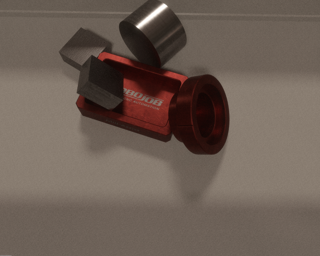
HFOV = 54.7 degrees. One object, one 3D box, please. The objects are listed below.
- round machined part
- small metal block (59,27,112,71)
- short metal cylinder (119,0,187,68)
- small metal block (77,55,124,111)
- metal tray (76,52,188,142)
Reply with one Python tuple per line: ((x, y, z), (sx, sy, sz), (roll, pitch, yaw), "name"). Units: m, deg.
((0.047, -0.016, 0.388), (0.042, 0.098, 0.098), (-3, 65, 37), "round machined part")
((-0.107, -0.109, 0.448), (0.050, 0.025, 0.050), (32, 73, 10), "small metal block")
((-0.010, -0.127, 0.427), (0.080, 0.080, 0.050), (42, 75, 13), "short metal cylinder")
((-0.074, -0.057, 0.393), (0.050, 0.025, 0.050), (28, 40, -33), "small metal block")
((-0.035, -0.043, 0.422), (0.131, 0.030, 0.090), (18, 71, 6), "metal tray")
